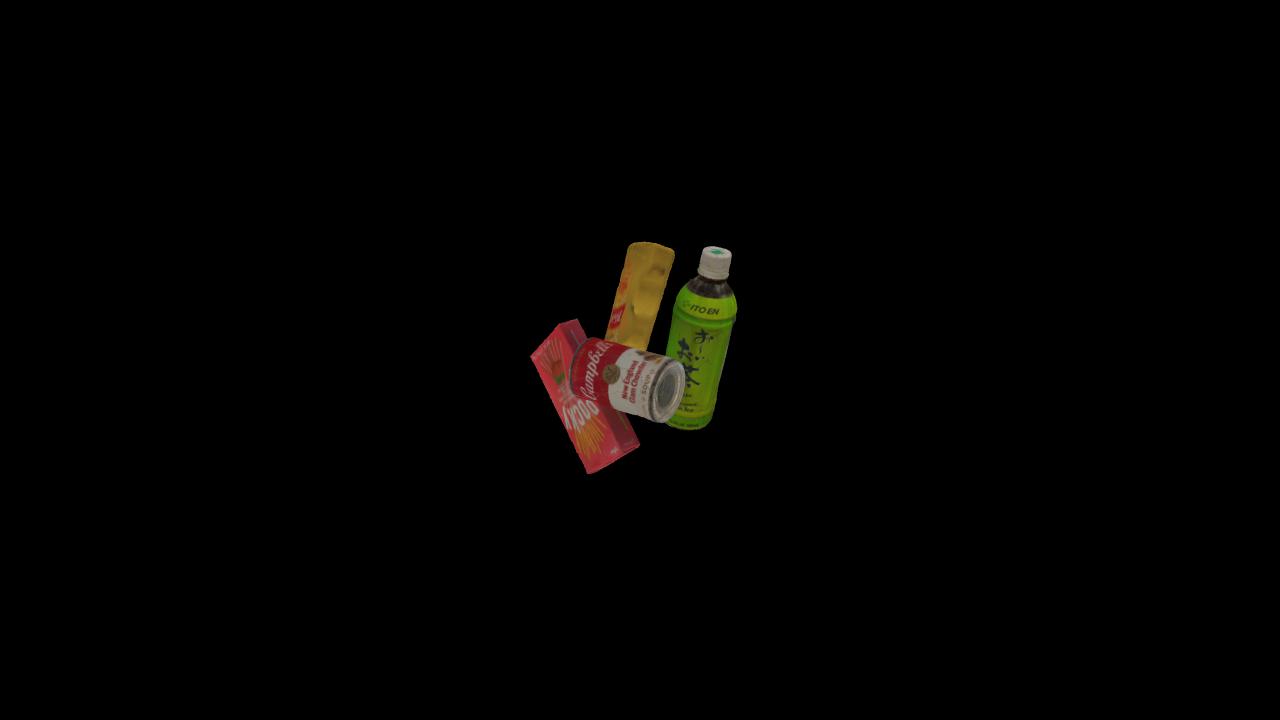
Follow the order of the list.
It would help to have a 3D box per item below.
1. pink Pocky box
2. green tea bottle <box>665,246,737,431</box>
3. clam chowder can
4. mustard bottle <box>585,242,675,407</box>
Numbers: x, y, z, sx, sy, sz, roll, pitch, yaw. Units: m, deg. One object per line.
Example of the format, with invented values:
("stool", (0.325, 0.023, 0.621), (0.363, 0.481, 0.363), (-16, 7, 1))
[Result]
("pink Pocky box", (-0.063, 0.041, 0.672), (0.029, 0.155, 0.084), (-20, -12, -39))
("green tea bottle", (0.066, -0.023, 0.681), (0.073, 0.212, 0.073), (7, 31, -4))
("clam chowder can", (-0.013, 0.020, 0.630), (0.102, 0.068, 0.068), (15, 8, 29))
("mustard bottle", (-0.009, -0.049, 0.754), (0.054, 0.184, 0.092), (16, -2, -26))
